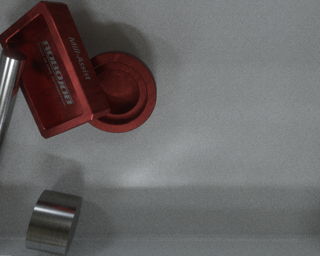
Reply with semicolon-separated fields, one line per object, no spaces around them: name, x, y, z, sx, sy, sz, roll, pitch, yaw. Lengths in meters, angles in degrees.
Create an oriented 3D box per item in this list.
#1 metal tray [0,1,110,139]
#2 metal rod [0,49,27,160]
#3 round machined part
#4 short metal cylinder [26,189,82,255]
metal tray;-0.120;-0.061;0.349;0.090;0.030;0.129;-19;96;33
metal rod;-0.219;0.038;0.398;0.025;0.025;0.298;24;117;-9
round machined part;-0.053;-0.046;0.384;0.099;0.042;0.097;0;110;-1
short metal cylinder;-0.144;0.130;0.428;0.050;0.080;0.079;14;110;-5
